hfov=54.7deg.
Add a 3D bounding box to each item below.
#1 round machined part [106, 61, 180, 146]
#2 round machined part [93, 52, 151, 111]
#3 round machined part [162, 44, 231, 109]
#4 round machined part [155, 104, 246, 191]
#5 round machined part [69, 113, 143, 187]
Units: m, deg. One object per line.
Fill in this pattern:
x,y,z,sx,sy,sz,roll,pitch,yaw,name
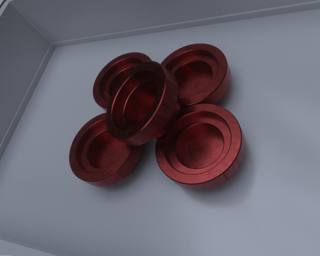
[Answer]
-0.016,-0.025,0.360,0.098,0.042,0.098,-25,51,36,round machined part
-0.045,-0.059,0.450,0.098,0.042,0.098,-13,56,20,round machined part
0.044,-0.059,0.405,0.098,0.042,0.098,-13,56,20,round machined part
0.048,0.024,0.352,0.098,0.042,0.098,-13,56,20,round machined part
-0.066,0.031,0.407,0.098,0.042,0.098,-13,56,20,round machined part
